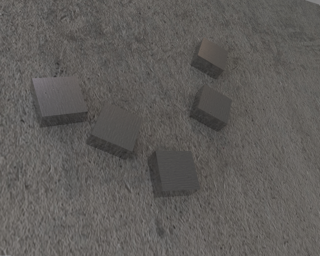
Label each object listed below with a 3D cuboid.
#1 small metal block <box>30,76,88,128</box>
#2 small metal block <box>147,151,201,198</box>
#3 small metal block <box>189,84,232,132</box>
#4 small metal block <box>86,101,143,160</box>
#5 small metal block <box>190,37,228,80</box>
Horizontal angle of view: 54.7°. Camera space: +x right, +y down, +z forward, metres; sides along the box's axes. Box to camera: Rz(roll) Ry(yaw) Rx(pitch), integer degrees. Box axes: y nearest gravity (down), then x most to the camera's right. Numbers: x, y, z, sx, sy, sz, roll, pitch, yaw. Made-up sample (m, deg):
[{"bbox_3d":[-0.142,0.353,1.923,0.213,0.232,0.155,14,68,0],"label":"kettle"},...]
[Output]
[{"bbox_3d":[-0.118,-0.031,0.359,0.050,0.025,0.050,-10,67,-32],"label":"small metal block"},{"bbox_3d":[0.016,0.056,0.378,0.050,0.025,0.050,3,60,-27],"label":"small metal block"},{"bbox_3d":[0.077,-0.030,0.463,0.050,0.025,0.050,28,52,-11],"label":"small metal block"},{"bbox_3d":[-0.054,0.003,0.373,0.050,0.025,0.050,25,53,-13],"label":"small metal block"},{"bbox_3d":[0.083,-0.117,0.520,0.050,0.025,0.050,28,52,-11],"label":"small metal block"}]
